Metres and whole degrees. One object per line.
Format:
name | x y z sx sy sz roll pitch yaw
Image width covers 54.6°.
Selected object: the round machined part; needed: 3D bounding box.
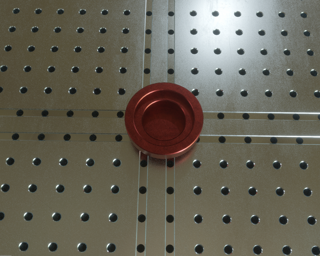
round machined part | 0.005 -0.007 0.405 0.099 0.042 0.098 0 70 0
